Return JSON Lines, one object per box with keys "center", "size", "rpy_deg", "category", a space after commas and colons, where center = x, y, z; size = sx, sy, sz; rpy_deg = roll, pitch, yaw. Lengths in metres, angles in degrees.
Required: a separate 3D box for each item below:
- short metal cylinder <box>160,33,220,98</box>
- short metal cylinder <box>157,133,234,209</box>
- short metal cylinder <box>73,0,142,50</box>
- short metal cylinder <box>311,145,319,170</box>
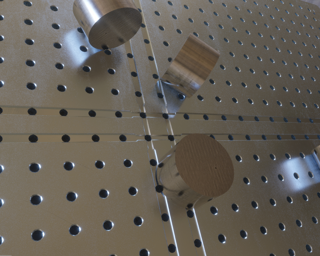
{"center": [0.043, -0.090, 0.451], "size": [0.050, 0.080, 0.080], "rpy_deg": [33, 52, -7], "category": "short metal cylinder"}
{"center": [0.043, 0.053, 0.382], "size": [0.081, 0.050, 0.080], "rpy_deg": [14, 56, -21], "category": "short metal cylinder"}
{"center": [-0.072, -0.155, 0.428], "size": [0.081, 0.080, 0.050], "rpy_deg": [-19, 72, -35], "category": "short metal cylinder"}
{"center": [0.299, 0.047, 0.504], "size": [0.081, 0.080, 0.050], "rpy_deg": [-2, 63, -29], "category": "short metal cylinder"}
